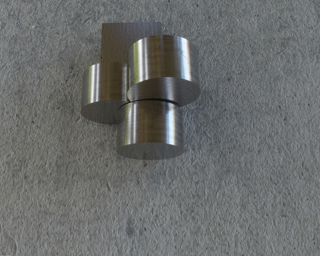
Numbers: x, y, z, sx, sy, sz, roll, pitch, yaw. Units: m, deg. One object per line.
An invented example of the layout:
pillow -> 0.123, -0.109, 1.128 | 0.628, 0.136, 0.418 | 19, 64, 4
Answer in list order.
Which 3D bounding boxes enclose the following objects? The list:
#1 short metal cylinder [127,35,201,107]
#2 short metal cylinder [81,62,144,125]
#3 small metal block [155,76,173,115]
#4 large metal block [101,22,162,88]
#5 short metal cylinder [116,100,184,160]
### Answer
short metal cylinder -> 0.003, -0.060, 0.350 | 0.081, 0.080, 0.050 | -2, 70, -1
short metal cylinder -> -0.058, -0.041, 0.396 | 0.081, 0.080, 0.050 | -2, 70, -1
small metal block -> 0.007, -0.036, 0.412 | 0.025, 0.050, 0.050 | 1, 70, 0
large metal block -> -0.038, -0.098, 0.433 | 0.081, 0.050, 0.080 | -2, 70, -1
short metal cylinder -> -0.012, 0.005, 0.379 | 0.081, 0.080, 0.050 | 0, 70, 0
